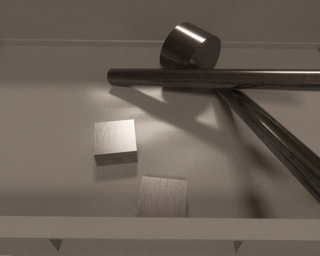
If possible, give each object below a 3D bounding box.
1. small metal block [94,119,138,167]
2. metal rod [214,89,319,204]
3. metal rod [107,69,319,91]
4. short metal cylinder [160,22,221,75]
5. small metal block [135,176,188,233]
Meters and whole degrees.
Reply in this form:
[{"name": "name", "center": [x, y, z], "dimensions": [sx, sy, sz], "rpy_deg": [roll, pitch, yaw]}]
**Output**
[{"name": "small metal block", "center": [-0.056, 0.018, 0.389], "dimensions": [0.050, 0.025, 0.050], "rpy_deg": [-5, 50, -5]}, {"name": "metal rod", "center": [0.108, -0.007, 0.334], "dimensions": [0.025, 0.025, 0.300], "rpy_deg": [-6, 26, -6]}, {"name": "metal rod", "center": [0.062, -0.065, 0.406], "dimensions": [0.301, 0.025, 0.025], "rpy_deg": [6, 48, 26]}, {"name": "short metal cylinder", "center": [0.046, -0.109, 0.462], "dimensions": [0.050, 0.080, 0.080], "rpy_deg": [37, 59, 26]}, {"name": "small metal block", "center": [0.003, 0.083, 0.336], "dimensions": [0.050, 0.025, 0.050], "rpy_deg": [5, 50, 4]}]
